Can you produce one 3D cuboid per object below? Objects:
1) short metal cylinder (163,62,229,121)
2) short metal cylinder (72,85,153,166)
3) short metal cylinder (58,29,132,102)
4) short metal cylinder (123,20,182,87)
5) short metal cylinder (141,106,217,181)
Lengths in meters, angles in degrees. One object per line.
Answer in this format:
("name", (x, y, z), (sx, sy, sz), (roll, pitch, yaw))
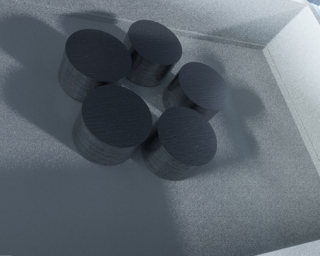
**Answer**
("short metal cylinder", (0.051, -0.047, 0.443), (0.081, 0.050, 0.080), (14, 56, -21))
("short metal cylinder", (-0.056, -0.003, 0.359), (0.081, 0.050, 0.080), (14, 56, -21))
("short metal cylinder", (-0.082, -0.076, 0.389), (0.081, 0.050, 0.080), (14, 56, -21))
("short metal cylinder", (-0.016, -0.107, 0.443), (0.081, 0.050, 0.080), (14, 56, -21))
("short metal cylinder", (0.023, 0.020, 0.387), (0.081, 0.050, 0.080), (14, 56, -21))
